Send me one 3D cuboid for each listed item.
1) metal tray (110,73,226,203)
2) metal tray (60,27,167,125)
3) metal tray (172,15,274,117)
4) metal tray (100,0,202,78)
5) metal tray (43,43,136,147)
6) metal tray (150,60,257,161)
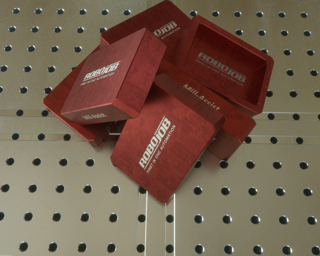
[{"bbox_3d":[0.003,0.015,0.355,0.090,0.129,0.030,37,35,12],"label":"metal tray"},{"bbox_3d":[-0.057,-0.052,0.350,0.030,0.130,0.090,34,67,-33],"label":"metal tray"},{"bbox_3d":[0.084,-0.079,0.413,0.131,0.030,0.090,24,71,-15],"label":"metal tray"},{"bbox_3d":[-0.006,-0.118,0.433,0.131,0.030,0.090,-38,77,-27],"label":"metal tray"},{"bbox_3d":[-0.081,-0.050,0.427,0.090,0.030,0.130,37,74,11],"label":"metal tray"},{"bbox_3d":[0.045,-0.018,0.383,0.130,0.090,0.030,37,74,12],"label":"metal tray"}]
